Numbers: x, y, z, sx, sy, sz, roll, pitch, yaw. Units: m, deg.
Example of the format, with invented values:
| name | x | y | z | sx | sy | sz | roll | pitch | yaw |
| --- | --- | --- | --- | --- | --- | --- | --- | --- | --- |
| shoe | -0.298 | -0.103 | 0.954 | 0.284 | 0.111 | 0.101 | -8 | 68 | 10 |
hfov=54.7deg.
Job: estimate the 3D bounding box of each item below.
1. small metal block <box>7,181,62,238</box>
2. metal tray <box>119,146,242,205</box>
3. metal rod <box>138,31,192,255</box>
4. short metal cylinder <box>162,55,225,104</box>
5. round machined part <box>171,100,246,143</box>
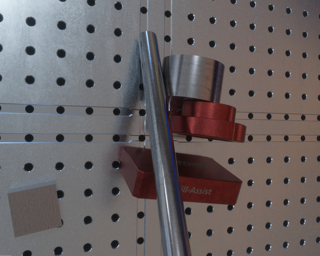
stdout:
| name | x | y | z | sx | sy | sz | roll | pitch | yaw |
| --- | --- | --- | --- | --- | --- | --- | --- | --- | --- |
| small metal block | -0.144 | 0.092 | 0.360 | 0.050 | 0.025 | 0.050 | -9 | 93 | -20 |
| metal tray | 0.022 | 0.058 | 0.385 | 0.131 | 0.090 | 0.030 | 9 | 101 | -20 |
| metal rod | 0.001 | 0.009 | 0.335 | 0.025 | 0.025 | 0.299 | 5 | 58 | -20 |
| short metal cylinder | 0.040 | -0.058 | 0.399 | 0.081 | 0.080 | 0.050 | 9 | 87 | -20 |
| round machined part | 0.061 | -0.009 | 0.397 | 0.099 | 0.098 | 0.042 | 9 | 87 | -20 |
